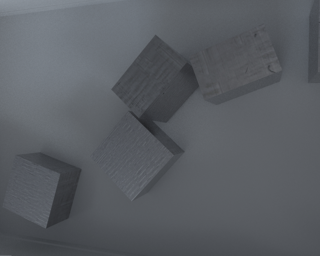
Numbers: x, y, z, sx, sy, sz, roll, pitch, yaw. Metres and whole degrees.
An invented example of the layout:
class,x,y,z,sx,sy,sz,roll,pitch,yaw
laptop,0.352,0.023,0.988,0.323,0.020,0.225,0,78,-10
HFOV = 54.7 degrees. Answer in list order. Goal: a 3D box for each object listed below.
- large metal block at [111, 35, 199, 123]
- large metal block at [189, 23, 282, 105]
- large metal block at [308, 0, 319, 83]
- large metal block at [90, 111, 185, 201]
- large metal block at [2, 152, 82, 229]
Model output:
class,x,y,z,sx,sy,sz,roll,pitch,yaw
large metal block,0.002,-0.055,0.378,0.050,0.080,0.080,46,104,19
large metal block,0.087,-0.066,0.350,0.080,0.080,0.050,-21,83,18
large metal block,0.184,-0.091,0.317,0.050,0.080,0.079,1,90,20
large metal block,-0.029,0.034,0.406,0.080,0.050,0.080,44,103,14
large metal block,-0.173,0.088,0.456,0.080,0.050,0.080,18,96,18
